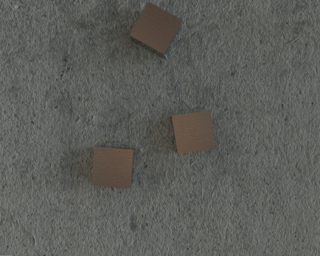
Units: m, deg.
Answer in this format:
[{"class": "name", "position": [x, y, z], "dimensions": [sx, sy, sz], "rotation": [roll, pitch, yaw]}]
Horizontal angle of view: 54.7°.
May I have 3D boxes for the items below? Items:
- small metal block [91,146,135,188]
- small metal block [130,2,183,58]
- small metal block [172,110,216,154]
[{"class": "small metal block", "position": [-0.061, 0.051, 0.409], "dimensions": [0.050, 0.025, 0.050], "rotation": [5, 90, 0]}, {"class": "small metal block", "position": [-0.005, -0.129, 0.410], "dimensions": [0.050, 0.025, 0.050], "rotation": [29, 90, 0]}, {"class": "small metal block", "position": [0.044, 0.005, 0.410], "dimensions": [0.050, 0.025, 0.050], "rotation": [-9, 90, 0]}]
